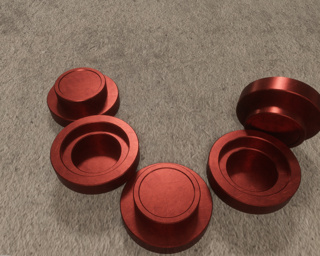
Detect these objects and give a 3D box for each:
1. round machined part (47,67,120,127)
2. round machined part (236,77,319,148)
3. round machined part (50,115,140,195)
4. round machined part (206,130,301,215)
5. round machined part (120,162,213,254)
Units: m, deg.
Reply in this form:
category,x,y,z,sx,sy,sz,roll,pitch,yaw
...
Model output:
category,x,y,z,sx,sy,sz,roll,pitch,yaw
round machined part,-0.107,-0.047,0.430,0.099,0.042,0.098,0,50,0
round machined part,0.139,-0.011,0.367,0.098,0.098,0.042,18,58,14
round machined part,-0.073,0.034,0.362,0.099,0.042,0.098,0,50,0
round machined part,0.101,0.052,0.350,0.099,0.042,0.098,0,50,0
round machined part,0.007,0.077,0.328,0.099,0.042,0.098,0,50,0
